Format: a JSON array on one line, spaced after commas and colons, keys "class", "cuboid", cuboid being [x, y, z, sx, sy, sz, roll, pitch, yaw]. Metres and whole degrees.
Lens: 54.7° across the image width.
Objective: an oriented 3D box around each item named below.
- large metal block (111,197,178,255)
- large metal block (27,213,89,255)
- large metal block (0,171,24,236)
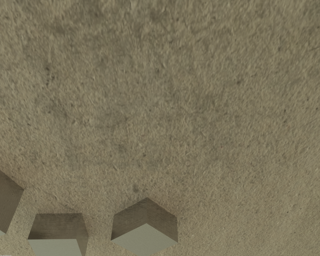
[{"class": "large metal block", "cuboid": [-0.026, 0.176, 0.540, 0.080, 0.050, 0.080, -33, 123, 24]}, {"class": "large metal block", "cuboid": [-0.179, 0.198, 0.557, 0.081, 0.050, 0.079, -1, 130, 0]}, {"class": "large metal block", "cuboid": [-0.262, 0.108, 0.459, 0.050, 0.080, 0.080, -20, 128, 16]}]
